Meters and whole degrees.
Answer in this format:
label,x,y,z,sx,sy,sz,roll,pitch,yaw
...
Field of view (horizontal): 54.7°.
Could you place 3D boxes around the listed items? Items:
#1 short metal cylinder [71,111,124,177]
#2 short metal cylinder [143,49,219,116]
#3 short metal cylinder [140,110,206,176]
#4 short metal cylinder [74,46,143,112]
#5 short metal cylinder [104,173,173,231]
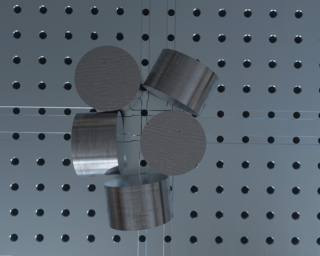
label,x,y,z,sx,sy,sz,roll,pitch,yaw
short metal cylinder,-0.074,0.020,0.386,0.050,0.080,0.080,-2,90,-1
short metal cylinder,0.026,-0.056,0.386,0.080,0.080,0.050,28,89,0
short metal cylinder,0.016,0.018,0.401,0.081,0.050,0.079,0,91,-1
short metal cylinder,-0.063,-0.060,0.400,0.080,0.050,0.079,0,90,1
short metal cylinder,-0.026,0.089,0.385,0.080,0.080,0.050,-6,91,0
